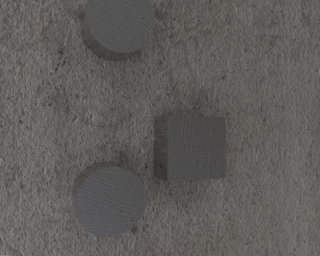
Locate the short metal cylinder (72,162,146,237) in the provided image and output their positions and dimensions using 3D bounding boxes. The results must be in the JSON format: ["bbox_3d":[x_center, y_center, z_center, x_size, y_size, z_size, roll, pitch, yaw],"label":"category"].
[{"bbox_3d":[-0.063,0.083,0.373,0.081,0.050,0.080,0,90,-20],"label":"short metal cylinder"}]

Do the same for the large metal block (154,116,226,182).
[{"bbox_3d":[0.038,0.025,0.410,0.081,0.050,0.080,0,90,-20],"label":"large metal block"}]

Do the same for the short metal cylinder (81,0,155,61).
[{"bbox_3d":[-0.053,-0.126,0.376,0.081,0.050,0.080,0,90,-20],"label":"short metal cylinder"}]
